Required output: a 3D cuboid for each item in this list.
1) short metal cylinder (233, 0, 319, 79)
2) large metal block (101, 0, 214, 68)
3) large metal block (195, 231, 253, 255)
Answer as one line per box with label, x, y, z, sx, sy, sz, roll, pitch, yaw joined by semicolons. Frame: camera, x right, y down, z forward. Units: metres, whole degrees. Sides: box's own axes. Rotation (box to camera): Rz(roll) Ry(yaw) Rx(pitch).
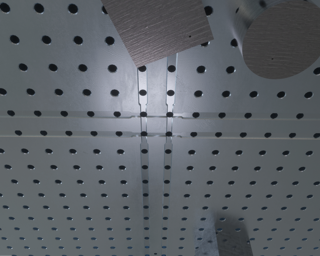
short metal cylinder;0.119;-0.097;0.314;0.081;0.050;0.079;0;130;0
large metal block;-0.002;-0.116;0.296;0.080;0.050;0.080;-18;128;14
large metal block;0.126;0.256;0.615;0.080;0.050;0.079;20;127;-17
